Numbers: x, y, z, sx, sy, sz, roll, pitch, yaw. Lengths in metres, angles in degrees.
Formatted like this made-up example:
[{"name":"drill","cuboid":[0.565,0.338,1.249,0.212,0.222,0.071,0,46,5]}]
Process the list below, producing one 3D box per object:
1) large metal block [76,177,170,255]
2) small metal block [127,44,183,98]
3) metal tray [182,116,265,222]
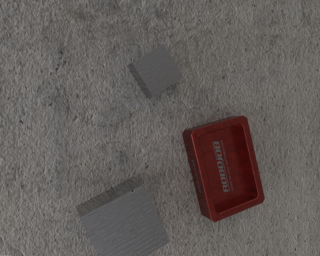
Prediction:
[{"name":"large metal block","cuboid":[-0.046,0.117,0.379,0.081,0.050,0.080,-26,99,-18]},{"name":"small metal block","cuboid":[-0.006,-0.074,0.407,0.050,0.025,0.050,-35,102,-17]},{"name":"metal tray","cuboid":[0.091,0.055,0.439,0.091,0.030,0.129,-16,95,-20]}]
